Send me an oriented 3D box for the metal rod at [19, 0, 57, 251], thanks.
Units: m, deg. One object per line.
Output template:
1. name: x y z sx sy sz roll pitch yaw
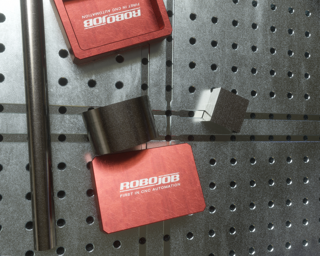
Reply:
1. metal rod: -0.142 -0.010 0.360 0.025 0.025 0.298 -3 91 -20

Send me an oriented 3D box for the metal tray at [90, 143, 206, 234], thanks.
1. metal tray: -0.015 0.073 0.390 0.131 0.030 0.090 -7 74 -20

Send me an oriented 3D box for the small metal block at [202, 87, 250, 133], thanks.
1. small metal block: 0.095 -0.025 0.447 0.050 0.025 0.050 21 83 -19

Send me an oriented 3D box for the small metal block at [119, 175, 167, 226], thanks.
1. small metal block: -0.025 0.094 0.403 0.050 0.025 0.050 -20 97 -19

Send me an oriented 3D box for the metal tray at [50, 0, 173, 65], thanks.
1. metal tray: -0.059 -0.142 0.387 0.131 0.030 0.090 -21 97 -19

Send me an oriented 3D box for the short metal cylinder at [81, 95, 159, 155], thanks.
1. short metal cylinder: -0.046 -0.005 0.366 0.081 0.080 0.050 -17 96 -19
